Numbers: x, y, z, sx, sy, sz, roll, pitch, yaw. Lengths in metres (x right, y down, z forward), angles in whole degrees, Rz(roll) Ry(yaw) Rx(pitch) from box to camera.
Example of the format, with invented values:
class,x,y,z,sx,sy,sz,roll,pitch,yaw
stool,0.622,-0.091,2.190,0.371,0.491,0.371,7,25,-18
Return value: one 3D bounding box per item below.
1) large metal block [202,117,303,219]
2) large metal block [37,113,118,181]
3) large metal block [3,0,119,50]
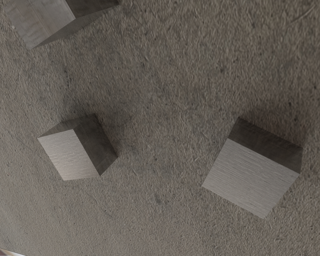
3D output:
class,x,y,z,sx,sy,sz,roll,pitch,yaw
large metal block,0.107,0.047,0.363,0.080,0.050,0.079,27,128,11
large metal block,-0.125,0.031,0.476,0.080,0.050,0.080,-12,113,33
large metal block,-0.107,-0.136,0.344,0.080,0.080,0.050,-17,110,35
